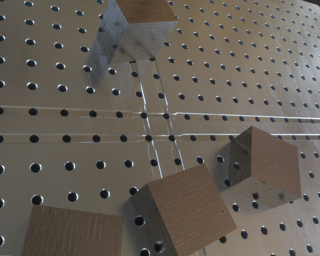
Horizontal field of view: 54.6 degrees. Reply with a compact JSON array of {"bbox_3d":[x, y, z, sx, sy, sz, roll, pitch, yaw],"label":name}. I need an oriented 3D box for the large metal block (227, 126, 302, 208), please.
[{"bbox_3d":[0.146,0.055,0.436,0.080,0.050,0.080,23,53,-14],"label":"large metal block"}]

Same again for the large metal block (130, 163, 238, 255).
[{"bbox_3d":[0.025,0.095,0.347,0.081,0.050,0.080,-14,69,-34],"label":"large metal block"}]

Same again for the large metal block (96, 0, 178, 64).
[{"bbox_3d":[-0.035,-0.140,0.439,0.081,0.080,0.050,-17,71,-35],"label":"large metal block"}]

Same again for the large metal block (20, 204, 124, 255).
[{"bbox_3d":[-0.082,0.120,0.275,0.081,0.050,0.080,14,56,-20],"label":"large metal block"}]
